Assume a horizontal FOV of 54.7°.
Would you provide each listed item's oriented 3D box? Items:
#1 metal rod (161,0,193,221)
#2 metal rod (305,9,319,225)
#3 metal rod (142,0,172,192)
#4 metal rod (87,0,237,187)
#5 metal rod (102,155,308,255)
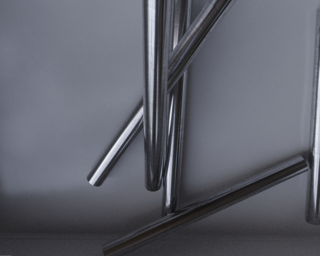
[{"bbox_3d":[0.020,-0.009,0.408,0.025,0.025,0.298,2,110,-1],"label":"metal rod"},{"bbox_3d":[0.214,-0.001,0.412,0.025,0.025,0.298,-6,110,2],"label":"metal rod"},{"bbox_3d":[-0.006,-0.025,0.337,0.025,0.025,0.298,2,135,-1],"label":"metal rod"},{"bbox_3d":[-0.009,-0.036,0.377,0.025,0.025,0.298,32,114,-11],"label":"metal rod"},{"bbox_3d":[0.062,0.111,0.432,0.301,0.025,0.025,-25,109,0],"label":"metal rod"}]
